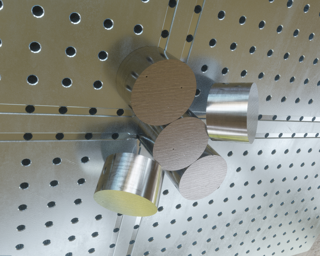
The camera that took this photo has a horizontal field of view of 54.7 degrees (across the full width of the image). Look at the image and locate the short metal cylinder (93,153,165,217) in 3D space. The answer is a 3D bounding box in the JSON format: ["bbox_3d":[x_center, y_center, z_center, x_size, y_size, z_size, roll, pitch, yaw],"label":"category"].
[{"bbox_3d":[-0.038,0.074,0.394,0.080,0.050,0.080,8,145,6],"label":"short metal cylinder"}]

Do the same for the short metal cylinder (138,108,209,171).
[{"bbox_3d":[0.017,0.010,0.412,0.081,0.050,0.079,-14,125,-21],"label":"short metal cylinder"}]

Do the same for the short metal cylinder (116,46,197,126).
[{"bbox_3d":[-0.005,-0.050,0.363,0.081,0.050,0.079,-14,125,-21],"label":"short metal cylinder"}]

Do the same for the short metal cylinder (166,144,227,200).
[{"bbox_3d":[0.052,0.060,0.463,0.081,0.050,0.079,-14,125,-21],"label":"short metal cylinder"}]

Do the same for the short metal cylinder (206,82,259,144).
[{"bbox_3d":[0.098,-0.020,0.412,0.080,0.050,0.079,-14,106,-62],"label":"short metal cylinder"}]
